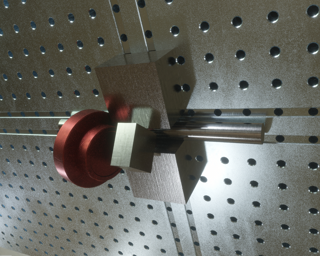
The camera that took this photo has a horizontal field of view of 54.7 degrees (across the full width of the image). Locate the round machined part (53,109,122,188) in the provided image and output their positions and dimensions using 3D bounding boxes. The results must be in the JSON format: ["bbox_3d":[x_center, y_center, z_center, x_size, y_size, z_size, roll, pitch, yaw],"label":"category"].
[{"bbox_3d":[-0.077,0.028,0.384,0.042,0.099,0.097,13,125,38],"label":"round machined part"}]

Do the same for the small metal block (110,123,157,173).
[{"bbox_3d":[-0.030,0.025,0.369,0.025,0.050,0.050,1,75,28],"label":"small metal block"}]

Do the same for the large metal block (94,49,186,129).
[{"bbox_3d":[-0.022,-0.046,0.378,0.080,0.050,0.080,1,119,28],"label":"large metal block"}]

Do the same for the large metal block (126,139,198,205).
[{"bbox_3d":[0.001,0.053,0.428,0.080,0.050,0.080,1,119,27],"label":"large metal block"}]

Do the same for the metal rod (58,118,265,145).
[{"bbox_3d":[-0.017,0.001,0.421,0.300,0.025,0.025,2,120,27],"label":"metal rod"}]
